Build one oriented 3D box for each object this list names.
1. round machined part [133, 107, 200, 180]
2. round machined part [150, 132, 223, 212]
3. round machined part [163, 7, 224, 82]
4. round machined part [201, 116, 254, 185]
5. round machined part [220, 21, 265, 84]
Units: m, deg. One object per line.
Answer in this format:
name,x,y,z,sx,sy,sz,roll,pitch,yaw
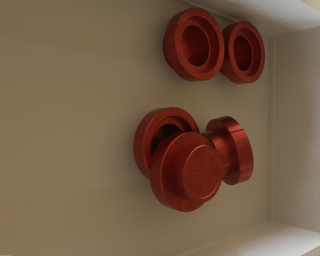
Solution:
round machined part,0.005,0.022,0.402,0.099,0.042,0.097,0,90,-40
round machined part,0.039,0.053,0.376,0.099,0.042,0.097,-1,91,-40
round machined part,0.043,-0.113,0.433,0.099,0.042,0.097,0,90,-40
round machined part,0.086,0.034,0.440,0.042,0.098,0.097,-14,100,-15
round machined part,0.125,-0.119,0.503,0.099,0.042,0.097,0,90,-40
